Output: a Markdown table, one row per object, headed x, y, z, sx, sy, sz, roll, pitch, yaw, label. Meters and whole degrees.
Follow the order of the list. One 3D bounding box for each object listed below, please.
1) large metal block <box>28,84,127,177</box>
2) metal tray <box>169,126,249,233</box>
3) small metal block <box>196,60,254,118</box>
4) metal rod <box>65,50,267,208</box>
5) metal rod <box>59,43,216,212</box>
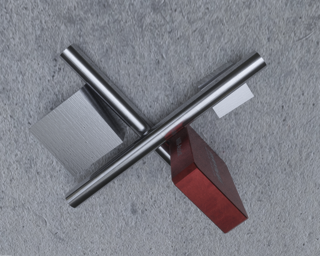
| x | y | z | sx | sy | sz | roll | pitch | yaw | label |
| --- | --- | --- | --- | --- | --- | --- | --- | --- | --- |
| -0.101 | 0.001 | 0.395 | 0.080 | 0.050 | 0.080 | -35 | 107 | 11 | large metal block |
| 0.053 | 0.052 | 0.374 | 0.030 | 0.130 | 0.090 | -41 | 105 | 14 | metal tray |
| 0.082 | -0.049 | 0.394 | 0.050 | 0.025 | 0.050 | -34 | 107 | 11 | small metal block |
| -0.001 | 0.009 | 0.387 | 0.300 | 0.025 | 0.025 | -37 | 106 | 12 | metal rod |
| -0.013 | 0.010 | 0.415 | 0.025 | 0.025 | 0.300 | -40 | 106 | 13 | metal rod |
